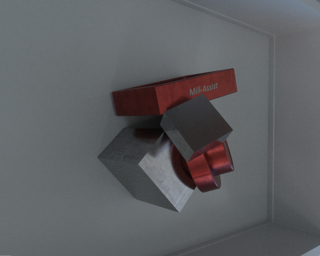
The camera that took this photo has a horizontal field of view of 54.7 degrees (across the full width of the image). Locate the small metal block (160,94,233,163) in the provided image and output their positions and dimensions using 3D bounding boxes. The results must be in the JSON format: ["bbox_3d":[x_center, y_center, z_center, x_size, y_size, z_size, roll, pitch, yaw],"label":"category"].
[{"bbox_3d":[0.036,-0.001,0.317,0.050,0.025,0.050,-27,69,-24],"label":"small metal block"}]

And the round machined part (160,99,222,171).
[{"bbox_3d":[0.038,0.009,0.430,0.099,0.042,0.097,0,90,-40],"label":"round machined part"}]

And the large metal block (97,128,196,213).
[{"bbox_3d":[-0.012,0.046,0.361,0.050,0.080,0.080,-52,121,-28],"label":"large metal block"}]

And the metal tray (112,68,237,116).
[{"bbox_3d":[0.020,-0.045,0.380,0.131,0.090,0.030,-19,103,-39],"label":"metal tray"}]

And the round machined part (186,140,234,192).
[{"bbox_3d":[0.058,0.024,0.369,0.098,0.042,0.097,-19,90,-76],"label":"round machined part"}]
